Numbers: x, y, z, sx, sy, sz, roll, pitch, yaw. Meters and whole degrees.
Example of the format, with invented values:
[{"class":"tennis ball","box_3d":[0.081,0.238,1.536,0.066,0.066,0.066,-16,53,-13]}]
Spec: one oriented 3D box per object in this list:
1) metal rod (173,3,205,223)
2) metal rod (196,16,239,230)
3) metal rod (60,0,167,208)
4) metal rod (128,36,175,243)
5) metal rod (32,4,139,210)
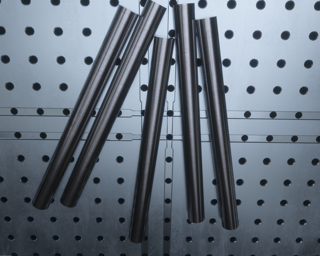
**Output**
[{"class":"metal rod","box_3d":[0.041,-0.005,0.412,0.025,0.025,0.298,-5,110,2]},{"class":"metal rod","box_3d":[0.080,0.008,0.417,0.025,0.025,0.298,-9,110,3]},{"class":"metal rod","box_3d":[-0.068,-0.019,0.406,0.025,0.025,0.298,24,108,-9]},{"class":"metal rod","box_3d":[-0.015,0.029,0.424,0.025,0.025,0.298,7,110,-3]},{"class":"metal rod","box_3d":[-0.105,-0.014,0.407,0.025,0.025,0.298,26,108,-9]}]
